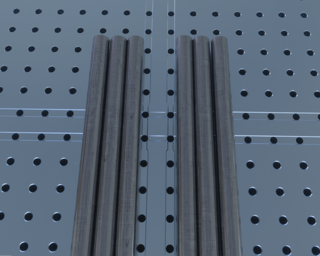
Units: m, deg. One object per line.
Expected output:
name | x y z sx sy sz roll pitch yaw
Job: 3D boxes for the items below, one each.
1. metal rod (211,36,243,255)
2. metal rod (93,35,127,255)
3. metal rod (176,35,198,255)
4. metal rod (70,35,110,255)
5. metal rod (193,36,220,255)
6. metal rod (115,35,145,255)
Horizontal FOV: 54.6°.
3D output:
metal rod | 0.085 0.012 0.407 0.025 0.025 0.299 1 70 0
metal rod | -0.063 0.011 0.407 0.025 0.025 0.299 1 70 0
metal rod | 0.033 0.011 0.407 0.025 0.025 0.299 1 70 0
metal rod | -0.089 0.010 0.407 0.025 0.025 0.299 1 70 0
metal rod | 0.058 0.011 0.407 0.025 0.025 0.299 1 70 0
metal rod | -0.038 0.011 0.407 0.025 0.025 0.299 1 70 0
